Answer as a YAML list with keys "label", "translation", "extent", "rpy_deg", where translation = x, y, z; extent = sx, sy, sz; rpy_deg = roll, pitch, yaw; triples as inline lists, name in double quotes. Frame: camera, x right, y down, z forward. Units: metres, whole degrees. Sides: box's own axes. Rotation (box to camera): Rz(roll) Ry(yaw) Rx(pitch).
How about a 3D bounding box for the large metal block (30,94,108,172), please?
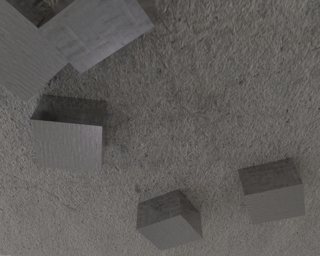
- label: "large metal block"
  translation: [-0.111, 0.008, 0.396]
  extent: [0.081, 0.050, 0.079]
  rpy_deg: [6, 130, -5]

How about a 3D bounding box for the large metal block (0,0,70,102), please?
- label: "large metal block"
  translation: [-0.140, -0.087, 0.316]
  extent: [0.080, 0.050, 0.080]
  rpy_deg: [-34, 123, 25]

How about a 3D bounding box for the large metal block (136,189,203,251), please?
- label: "large metal block"
  translation: [0.017, 0.157, 0.525]
  extent: [0.080, 0.050, 0.080]
  rpy_deg: [-24, 126, 19]

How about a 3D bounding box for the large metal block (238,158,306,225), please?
- label: "large metal block"
  translation: [0.172, 0.099, 0.476]
  extent: [0.080, 0.050, 0.080]
  rpy_deg: [-15, 129, 12]

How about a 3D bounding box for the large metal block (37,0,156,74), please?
- label: "large metal block"
  translation: [-0.052, -0.106, 0.280]
  extent: [0.080, 0.080, 0.050]
  rpy_deg: [-27, 125, 21]
